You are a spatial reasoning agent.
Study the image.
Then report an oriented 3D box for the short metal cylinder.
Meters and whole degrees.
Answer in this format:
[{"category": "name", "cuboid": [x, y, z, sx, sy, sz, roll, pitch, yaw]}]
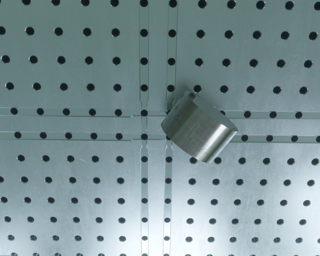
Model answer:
[{"category": "short metal cylinder", "cuboid": [0.049, -0.002, 0.384, 0.080, 0.080, 0.050, 33, 107, -12]}]
